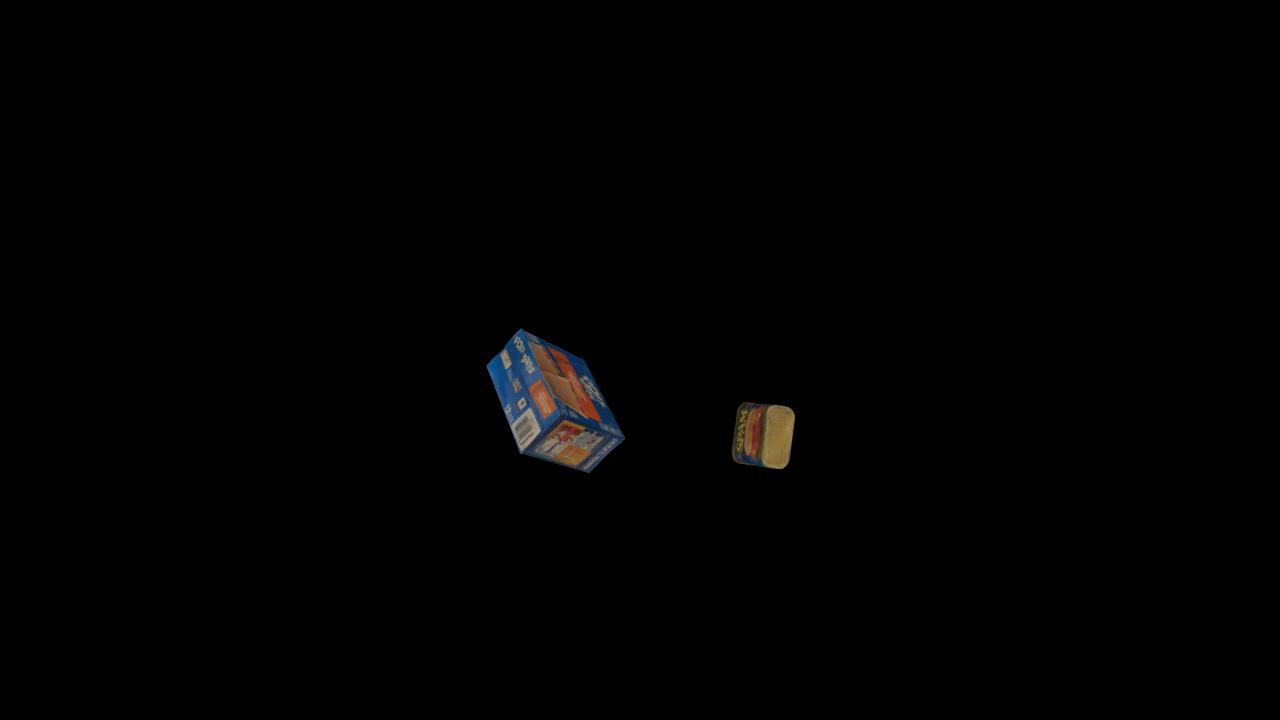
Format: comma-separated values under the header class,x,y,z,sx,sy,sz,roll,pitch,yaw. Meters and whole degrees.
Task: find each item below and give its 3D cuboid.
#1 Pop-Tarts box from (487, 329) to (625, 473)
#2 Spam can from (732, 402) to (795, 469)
class,x,y,z,sx,sy,sz,roll,pitch,yaw
Pop-Tarts box,-0.120,0.059,0.872,0.083,0.167,0.141,-42,-39,15
Spam can,0.195,0.119,0.972,0.058,0.101,0.085,11,-7,-22
